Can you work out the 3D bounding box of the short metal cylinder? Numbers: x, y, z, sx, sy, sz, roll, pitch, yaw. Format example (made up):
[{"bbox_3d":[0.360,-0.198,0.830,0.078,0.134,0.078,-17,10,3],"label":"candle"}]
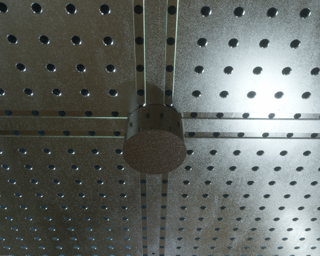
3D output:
[{"bbox_3d":[-0.007,0.016,0.408,0.081,0.050,0.079,0,130,0],"label":"short metal cylinder"}]
